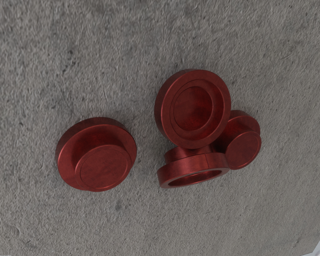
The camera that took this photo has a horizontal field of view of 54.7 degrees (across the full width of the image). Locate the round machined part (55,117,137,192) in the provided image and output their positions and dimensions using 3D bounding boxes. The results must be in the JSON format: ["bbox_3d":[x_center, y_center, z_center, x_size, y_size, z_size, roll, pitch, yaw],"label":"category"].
[{"bbox_3d":[-0.074,0.039,0.380,0.099,0.042,0.097,-14,124,-21],"label":"round machined part"}]

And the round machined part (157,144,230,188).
[{"bbox_3d":[0.043,0.050,0.430,0.099,0.042,0.098,-12,160,-4],"label":"round machined part"}]

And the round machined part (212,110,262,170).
[{"bbox_3d":[0.115,0.025,0.474,0.099,0.042,0.097,-14,124,-21],"label":"round machined part"}]

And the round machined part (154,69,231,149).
[{"bbox_3d":[0.037,-0.025,0.390,0.099,0.042,0.097,-7,107,-24],"label":"round machined part"}]
